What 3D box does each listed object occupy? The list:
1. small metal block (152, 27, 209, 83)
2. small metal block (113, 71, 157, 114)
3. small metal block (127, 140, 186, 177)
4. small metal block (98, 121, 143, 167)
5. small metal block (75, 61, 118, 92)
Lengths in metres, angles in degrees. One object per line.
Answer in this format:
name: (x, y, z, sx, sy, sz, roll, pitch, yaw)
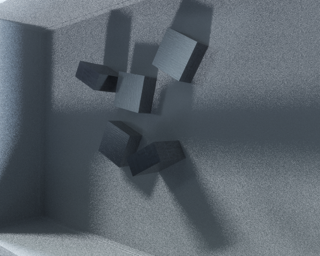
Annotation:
small metal block: (0.024, -0.090, 0.385, 0.050, 0.025, 0.050, 38, 113, 33)
small metal block: (-0.035, -0.050, 0.434, 0.050, 0.025, 0.050, 17, 101, 38)
small metal block: (-0.005, 0.038, 0.392, 0.050, 0.050, 0.025, -32, 70, 35)
small metal block: (-0.059, 0.022, 0.453, 0.050, 0.025, 0.050, 32, 110, 35)
small metal block: (-0.088, -0.076, 0.461, 0.050, 0.050, 0.025, 35, 112, 34)
